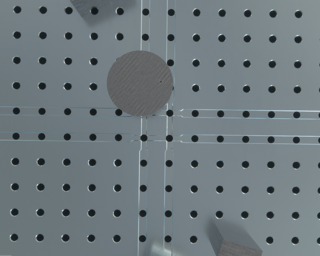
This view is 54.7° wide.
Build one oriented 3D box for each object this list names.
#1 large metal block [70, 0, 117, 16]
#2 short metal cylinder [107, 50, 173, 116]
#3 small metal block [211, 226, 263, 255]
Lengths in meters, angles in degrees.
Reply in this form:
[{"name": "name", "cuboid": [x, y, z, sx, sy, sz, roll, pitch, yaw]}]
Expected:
[{"name": "large metal block", "cuboid": [-0.088, -0.206, 0.400, 0.080, 0.050, 0.080, -24, 90, 0]}, {"name": "short metal cylinder", "cuboid": [-0.024, -0.054, 0.400, 0.081, 0.050, 0.080, 0, 90, 0]}, {"name": "small metal block", "cuboid": [0.097, 0.154, 0.402, 0.050, 0.050, 0.025, 18, 90, 0]}]
